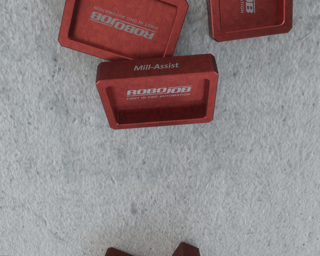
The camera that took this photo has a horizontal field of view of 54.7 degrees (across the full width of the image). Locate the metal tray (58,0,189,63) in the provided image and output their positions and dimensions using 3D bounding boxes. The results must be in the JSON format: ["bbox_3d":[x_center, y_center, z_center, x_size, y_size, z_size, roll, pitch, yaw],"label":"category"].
[{"bbox_3d":[-0.042,-0.122,0.361,0.131,0.030,0.089,16,109,-7],"label":"metal tray"}]

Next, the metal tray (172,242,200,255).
[{"bbox_3d":[0.019,0.252,0.468,0.030,0.090,0.129,26,108,-10],"label":"metal tray"}]

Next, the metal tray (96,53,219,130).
[{"bbox_3d":[-0.001,-0.040,0.368,0.131,0.030,0.090,-4,144,1],"label":"metal tray"}]

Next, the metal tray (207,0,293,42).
[{"bbox_3d":[0.098,-0.169,0.346,0.091,0.030,0.129,-7,110,2],"label":"metal tray"}]

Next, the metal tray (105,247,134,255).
[{"bbox_3d":[-0.064,0.264,0.498,0.090,0.030,0.129,22,109,-2],"label":"metal tray"}]
